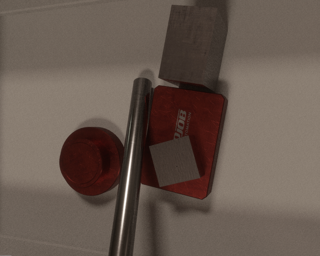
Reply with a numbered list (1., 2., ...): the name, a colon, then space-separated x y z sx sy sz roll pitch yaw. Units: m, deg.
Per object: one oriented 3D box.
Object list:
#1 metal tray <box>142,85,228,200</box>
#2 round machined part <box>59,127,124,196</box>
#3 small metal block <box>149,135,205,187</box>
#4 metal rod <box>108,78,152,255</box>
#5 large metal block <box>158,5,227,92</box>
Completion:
1. metal tray: 0.029 0.016 0.397 0.090 0.030 0.129 11 94 19
2. round machined part: -0.101 0.047 0.436 0.098 0.042 0.097 0 90 19
3. small metal block: 0.020 0.039 0.370 0.050 0.025 0.050 -17 85 19
4. metal rod: -0.035 0.072 0.353 0.025 0.025 0.299 -5 61 19
5. large metal block: 0.042 -0.089 0.366 0.050 0.080 0.079 12 94 19
